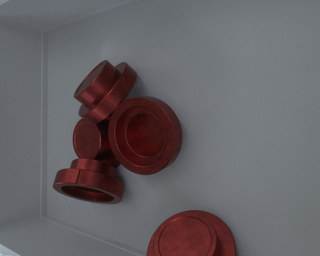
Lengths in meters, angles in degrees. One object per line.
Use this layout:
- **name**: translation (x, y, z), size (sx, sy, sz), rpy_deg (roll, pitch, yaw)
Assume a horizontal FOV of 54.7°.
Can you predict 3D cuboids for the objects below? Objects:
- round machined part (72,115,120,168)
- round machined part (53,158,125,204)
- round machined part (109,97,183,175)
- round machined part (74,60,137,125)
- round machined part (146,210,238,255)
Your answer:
- **round machined part**: translation (-0.097, 0.018, 0.476), size (0.098, 0.042, 0.097), rpy_deg (0, 90, 40)
- **round machined part**: translation (-0.100, 0.076, 0.449), size (0.098, 0.098, 0.042), rpy_deg (-15, 54, 39)
- **round machined part**: translation (-0.015, 0.008, 0.399), size (0.098, 0.042, 0.097), rpy_deg (5, 101, 29)
- **round machined part**: translation (-0.081, -0.055, 0.429), size (0.098, 0.042, 0.098), rpy_deg (-37, 27, 23)
- **round machined part**: translation (0.032, 0.131, 0.333), size (0.098, 0.098, 0.042), rpy_deg (19, 145, 38)
